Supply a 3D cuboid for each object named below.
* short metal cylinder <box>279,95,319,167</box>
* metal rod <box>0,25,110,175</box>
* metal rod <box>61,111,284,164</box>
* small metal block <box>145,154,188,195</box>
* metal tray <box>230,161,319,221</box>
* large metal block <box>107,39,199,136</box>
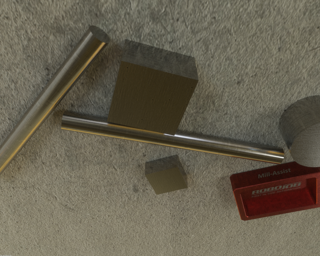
[{"bbox_3d":[0.201,0.005,0.398,0.081,0.050,0.079,0,130,0],"label":"short metal cylinder"},{"bbox_3d":[-0.161,-0.012,0.394,0.025,0.025,0.299,34,122,-26],"label":"metal rod"},{"bbox_3d":[0.024,0.015,0.420,0.302,0.025,0.025,10,130,-9],"label":"metal rod"},{"bbox_3d":[0.010,0.071,0.468,0.050,0.025,0.050,-16,129,12],"label":"small metal block"},{"bbox_3d":[0.185,0.100,0.491,0.130,0.030,0.090,-14,129,11],"label":"metal tray"},{"bbox_3d":[-0.010,-0.044,0.353,0.081,0.050,0.079,12,129,-11],"label":"large metal block"}]
